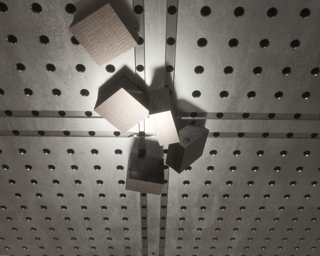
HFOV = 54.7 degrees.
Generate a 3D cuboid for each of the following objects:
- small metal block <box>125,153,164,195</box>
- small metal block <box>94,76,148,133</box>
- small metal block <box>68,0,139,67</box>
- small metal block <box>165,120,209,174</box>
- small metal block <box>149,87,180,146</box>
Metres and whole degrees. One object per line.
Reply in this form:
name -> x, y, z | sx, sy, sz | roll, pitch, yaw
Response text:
small metal block -> -0.022, 0.067, 0.452 | 0.050, 0.050, 0.025 | 12, 129, -10
small metal block -> -0.045, -0.028, 0.386 | 0.050, 0.025, 0.050 | -33, 122, 27
small metal block -> -0.057, -0.101, 0.325 | 0.050, 0.025, 0.050 | -25, 126, 19
small metal block -> 0.036, 0.025, 0.414 | 0.025, 0.050, 0.050 | 35, 139, 27
small metal block -> 0.006, -0.015, 0.383 | 0.025, 0.050, 0.050 | -12, 129, 9
